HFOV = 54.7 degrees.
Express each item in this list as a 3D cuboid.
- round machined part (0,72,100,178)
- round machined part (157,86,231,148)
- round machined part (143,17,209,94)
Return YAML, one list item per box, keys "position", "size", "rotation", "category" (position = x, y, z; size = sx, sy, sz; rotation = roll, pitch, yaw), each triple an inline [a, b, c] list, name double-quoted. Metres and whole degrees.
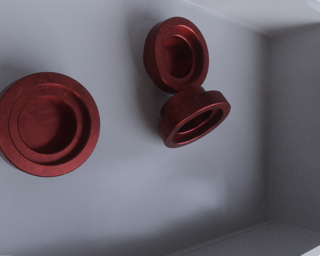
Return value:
- position: [-0.112, -0.003, 0.302]
  size: [0.099, 0.042, 0.097]
  rotation: [0, 90, -40]
  category: "round machined part"
- position: [0.040, -0.018, 0.407]
  size: [0.099, 0.097, 0.042]
  rotation: [-10, 61, -40]
  category: "round machined part"
- position: [0.017, -0.093, 0.412]
  size: [0.099, 0.042, 0.097]
  rotation: [0, 90, -40]
  category: "round machined part"
